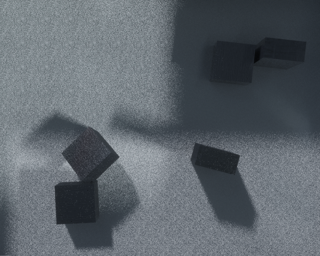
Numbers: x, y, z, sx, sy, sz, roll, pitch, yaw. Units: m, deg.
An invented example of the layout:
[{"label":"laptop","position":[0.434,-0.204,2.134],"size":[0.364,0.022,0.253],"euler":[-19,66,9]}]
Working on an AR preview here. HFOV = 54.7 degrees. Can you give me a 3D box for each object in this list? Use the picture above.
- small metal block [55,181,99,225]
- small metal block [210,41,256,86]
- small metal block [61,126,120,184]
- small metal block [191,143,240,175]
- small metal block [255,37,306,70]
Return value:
[{"label":"small metal block","position":[-0.109,0.098,0.410],"size":[0.050,0.025,0.050],"euler":[-3,90,-1]},{"label":"small metal block","position":[0.096,-0.086,0.413],"size":[0.050,0.025,0.050],"euler":[6,90,-1]},{"label":"small metal block","position":[-0.090,0.035,0.401],"size":[0.050,0.025,0.050],"euler":[-44,64,-1]},{"label":"small metal block","position":[0.070,0.039,0.400],"size":[0.050,0.050,0.025],"euler":[15,90,-1]},{"label":"small metal block","position":[0.152,-0.095,0.401],"size":[0.050,0.050,0.025],"euler":[6,90,-1]}]
